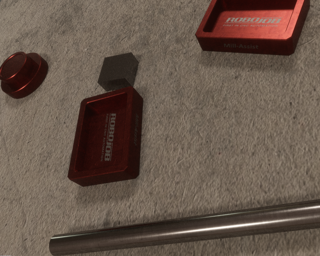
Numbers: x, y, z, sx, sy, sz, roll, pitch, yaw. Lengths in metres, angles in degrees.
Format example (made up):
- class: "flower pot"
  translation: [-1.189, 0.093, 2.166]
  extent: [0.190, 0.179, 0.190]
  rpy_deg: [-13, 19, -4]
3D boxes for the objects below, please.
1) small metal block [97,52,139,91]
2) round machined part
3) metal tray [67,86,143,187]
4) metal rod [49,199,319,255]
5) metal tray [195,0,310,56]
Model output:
- class: "small metal block"
  translation: [-0.066, -0.089, 0.491]
  extent: [0.050, 0.025, 0.050]
  rpy_deg: [-4, 60, 25]
- class: "round machined part"
  translation: [-0.270, -0.108, 0.598]
  extent: [0.098, 0.042, 0.098]
  rpy_deg: [-13, 56, 20]
- class: "metal tray"
  translation: [-0.073, 0.010, 0.430]
  extent: [0.090, 0.030, 0.130]
  rpy_deg: [-12, 57, 21]
- class: "metal rod"
  translation: [0.010, 0.110, 0.329]
  extent: [0.301, 0.025, 0.025]
  rpy_deg: [-14, 56, 20]
- class: "metal tray"
  translation: [0.125, -0.147, 0.424]
  extent: [0.130, 0.030, 0.090]
  rpy_deg: [13, 68, 33]
